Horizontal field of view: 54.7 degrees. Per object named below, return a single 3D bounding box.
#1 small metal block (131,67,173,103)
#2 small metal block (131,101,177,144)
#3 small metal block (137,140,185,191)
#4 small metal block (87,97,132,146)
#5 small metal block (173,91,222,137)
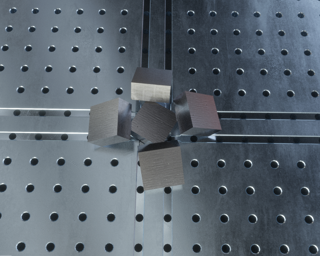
[{"bbox_3d":[-0.010,-0.059,0.420,0.050,0.025,0.050,6,34,2],"label":"small metal block"},{"bbox_3d":[-0.008,-0.004,0.412,0.050,0.025,0.050,30,72,10],"label":"small metal block"},{"bbox_3d":[0.001,0.045,0.382,0.050,0.025,0.050,-8,106,-4],"label":"small metal block"},{"bbox_3d":[-0.065,-0.007,0.401,0.050,0.025,0.050,-13,66,32],"label":"small metal block"},{"bbox_3d":[0.049,-0.018,0.406,0.050,0.025,0.050,5,65,-36],"label":"small metal block"}]
